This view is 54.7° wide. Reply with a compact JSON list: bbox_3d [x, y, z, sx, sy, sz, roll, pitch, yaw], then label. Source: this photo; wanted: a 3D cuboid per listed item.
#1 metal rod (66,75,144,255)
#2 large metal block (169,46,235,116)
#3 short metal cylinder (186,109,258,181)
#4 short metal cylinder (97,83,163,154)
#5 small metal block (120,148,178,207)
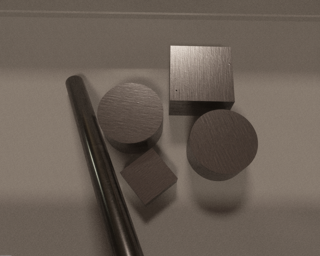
[{"bbox_3d":[-0.066,0.033,0.332,0.025,0.025,0.300,-21,47,-8],"label":"metal rod"},{"bbox_3d":[0.053,-0.062,0.420,0.081,0.050,0.080,1,70,0],"label":"large metal block"},{"bbox_3d":[0.075,0.023,0.389,0.081,0.050,0.080,0,70,0],"label":"short metal cylinder"},{"bbox_3d":[-0.036,-0.011,0.400,0.081,0.050,0.080,0,70,-1],"label":"short metal cylinder"},{"bbox_3d":[-0.014,0.062,0.387,0.050,0.025,0.050,-37,75,-13],"label":"small metal block"}]
